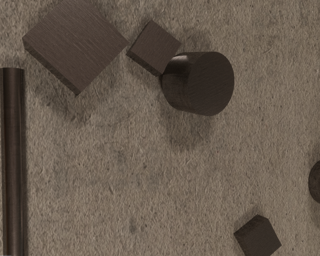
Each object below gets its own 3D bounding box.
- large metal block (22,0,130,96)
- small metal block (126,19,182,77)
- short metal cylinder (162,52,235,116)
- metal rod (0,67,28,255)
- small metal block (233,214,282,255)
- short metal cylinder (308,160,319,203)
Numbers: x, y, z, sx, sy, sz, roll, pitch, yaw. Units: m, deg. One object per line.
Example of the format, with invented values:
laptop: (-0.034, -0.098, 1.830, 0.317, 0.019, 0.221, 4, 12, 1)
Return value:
large metal block: (-0.097, -0.096, 0.360, 0.080, 0.050, 0.080, 44, 76, -15)
small metal block: (-0.008, -0.104, 0.407, 0.050, 0.025, 0.050, 35, 79, -17)
short metal cylinder: (0.050, -0.058, 0.403, 0.081, 0.050, 0.079, -9, 105, -35)
metal rod: (-0.164, 0.083, 0.348, 0.025, 0.025, 0.298, -1, 90, -20)
small metal block: (0.147, 0.168, 0.465, 0.050, 0.025, 0.050, -32, 101, -18)
short metal cylinder: (0.294, 0.092, 0.507, 0.081, 0.050, 0.079, 0, 90, -20)
